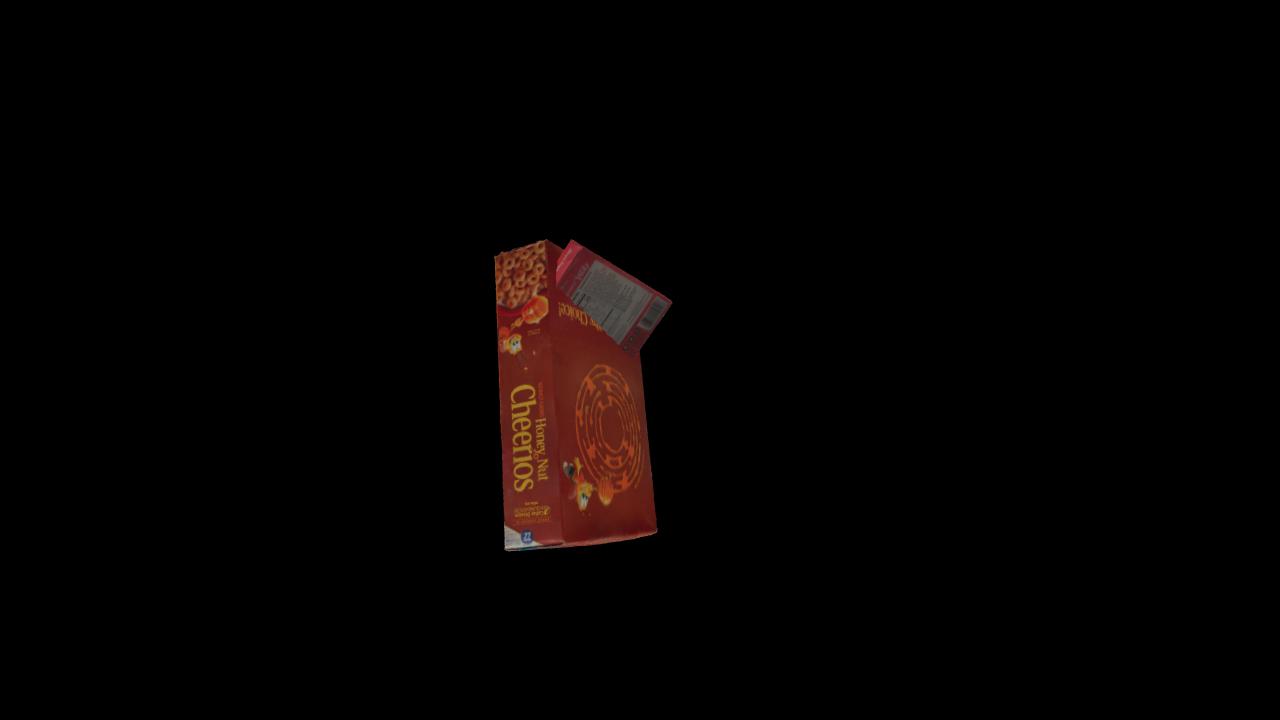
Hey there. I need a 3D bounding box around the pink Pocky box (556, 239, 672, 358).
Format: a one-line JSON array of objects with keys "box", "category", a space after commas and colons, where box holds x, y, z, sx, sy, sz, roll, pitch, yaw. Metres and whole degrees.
[{"box": [-0.039, -0.063, 0.678, 0.155, 0.084, 0.029, 24, 14, -46], "category": "pink Pocky box"}]

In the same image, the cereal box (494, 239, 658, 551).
[{"box": [-0.067, 0.047, 0.681, 0.081, 0.306, 0.203, -12, -15, 25], "category": "cereal box"}]
